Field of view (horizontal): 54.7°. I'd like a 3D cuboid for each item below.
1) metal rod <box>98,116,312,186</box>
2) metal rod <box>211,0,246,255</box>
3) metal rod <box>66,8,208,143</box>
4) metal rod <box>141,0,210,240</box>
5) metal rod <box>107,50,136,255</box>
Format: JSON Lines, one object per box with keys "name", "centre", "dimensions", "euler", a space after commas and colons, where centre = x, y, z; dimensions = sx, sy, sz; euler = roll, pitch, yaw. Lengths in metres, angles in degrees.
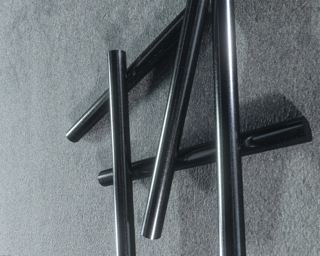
{"name": "metal rod", "centre": [0.027, 0.039, 0.383], "dimensions": [0.299, 0.025, 0.025], "euler": [-19, 78, 38]}
{"name": "metal rod", "centre": [0.069, -0.007, 0.318], "dimensions": [0.025, 0.025, 0.299], "euler": [-9, 75, 39]}
{"name": "metal rod", "centre": [-0.050, -0.064, 0.446], "dimensions": [0.299, 0.025, 0.025], "euler": [-39, 67, 33]}
{"name": "metal rod", "centre": [0.018, -0.016, 0.358], "dimensions": [0.025, 0.025, 0.298], "euler": [17, 99, 39]}
{"name": "metal rod", "centre": [-0.051, 0.047, 0.413], "dimensions": [0.025, 0.025, 0.298], "euler": [-5, 87, 40]}
